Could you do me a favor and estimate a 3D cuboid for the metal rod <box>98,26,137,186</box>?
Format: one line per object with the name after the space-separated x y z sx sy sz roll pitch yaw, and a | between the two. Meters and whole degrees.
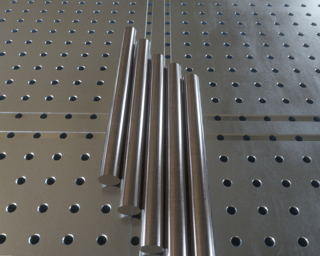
-0.056 -0.055 0.452 0.025 0.025 0.300 1 50 0 | metal rod

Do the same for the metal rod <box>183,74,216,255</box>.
0.044 0.042 0.372 0.025 0.025 0.300 1 50 0 | metal rod

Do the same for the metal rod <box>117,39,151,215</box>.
-0.031 -0.026 0.428 0.025 0.025 0.300 1 50 0 | metal rod

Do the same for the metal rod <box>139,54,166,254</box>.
-0.006 0.005 0.402 0.025 0.025 0.300 1 50 0 | metal rod

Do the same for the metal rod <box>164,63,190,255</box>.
0.019 0.022 0.388 0.025 0.025 0.300 1 50 0 | metal rod
